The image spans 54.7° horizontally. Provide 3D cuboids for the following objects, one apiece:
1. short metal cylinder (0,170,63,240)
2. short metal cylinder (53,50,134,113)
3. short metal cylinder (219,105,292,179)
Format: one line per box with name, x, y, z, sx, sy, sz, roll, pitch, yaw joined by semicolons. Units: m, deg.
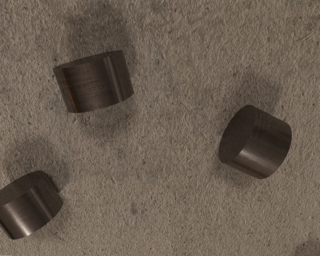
short metal cylinder;-0.179;0.101;0.415;0.080;0.080;0.050;-23;109;8
short metal cylinder;-0.076;-0.055;0.359;0.080;0.080;0.050;-13;110;4
short metal cylinder;0.117;0.018;0.389;0.050;0.080;0.080;25;108;-9
